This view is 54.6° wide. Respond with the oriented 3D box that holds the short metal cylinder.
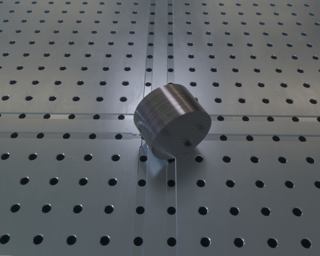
[{"bbox_3d":[0.015,-0.007,0.378,0.081,0.080,0.050,-22,53,-17],"label":"short metal cylinder"}]
